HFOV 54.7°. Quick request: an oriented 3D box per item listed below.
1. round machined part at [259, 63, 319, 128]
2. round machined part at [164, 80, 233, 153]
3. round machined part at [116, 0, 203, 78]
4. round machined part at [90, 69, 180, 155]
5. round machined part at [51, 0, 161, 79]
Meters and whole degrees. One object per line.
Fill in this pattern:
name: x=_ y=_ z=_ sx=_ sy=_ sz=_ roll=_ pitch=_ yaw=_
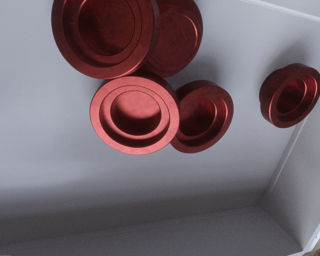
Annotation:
round machined part: x=0.191 y=-0.052 z=0.470 sx=0.099 sy=0.042 sz=0.097 roll=-14 pitch=124 yaw=-21
round machined part: x=0.044 y=-0.018 z=0.411 sx=0.099 sy=0.042 sz=0.097 roll=-14 pitch=124 yaw=-21
round machined part: x=0.006 y=-0.100 z=0.339 sx=0.099 sy=0.042 sz=0.097 roll=-14 pitch=124 yaw=-21
round machined part: x=-0.026 y=-0.021 z=0.353 sx=0.099 sy=0.042 sz=0.097 roll=2 pitch=120 yaw=3
round machined part: x=-0.046 y=-0.097 z=0.290 sx=0.098 sy=0.042 sz=0.097 roll=4 pitch=105 yaw=14
